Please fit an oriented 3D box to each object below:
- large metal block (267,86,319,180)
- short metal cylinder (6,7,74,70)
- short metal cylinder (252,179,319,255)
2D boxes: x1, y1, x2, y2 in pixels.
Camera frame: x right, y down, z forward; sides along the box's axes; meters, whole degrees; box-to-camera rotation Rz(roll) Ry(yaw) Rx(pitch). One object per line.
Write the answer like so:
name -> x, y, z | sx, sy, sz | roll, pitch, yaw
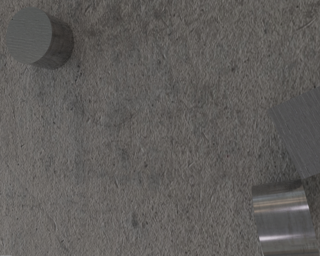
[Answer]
large metal block -> 0.173, 0.000, 0.335 | 0.080, 0.050, 0.080 | -26, 82, 18
short metal cylinder -> -0.176, -0.130, 0.458 | 0.080, 0.050, 0.080 | 0, 90, 20
short metal cylinder -> 0.133, 0.098, 0.333 | 0.050, 0.080, 0.080 | -13, 86, 19
